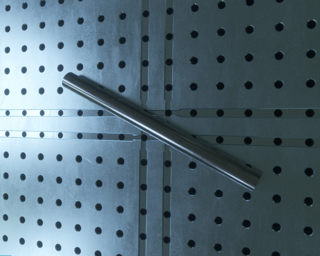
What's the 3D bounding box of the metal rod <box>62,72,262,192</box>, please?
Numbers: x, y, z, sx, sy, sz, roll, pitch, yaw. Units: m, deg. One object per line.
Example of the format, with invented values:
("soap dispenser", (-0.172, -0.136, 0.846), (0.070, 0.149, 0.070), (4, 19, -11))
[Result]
("metal rod", (-0.010, -0.003, 0.415), (0.301, 0.025, 0.025), (29, 99, 17))
